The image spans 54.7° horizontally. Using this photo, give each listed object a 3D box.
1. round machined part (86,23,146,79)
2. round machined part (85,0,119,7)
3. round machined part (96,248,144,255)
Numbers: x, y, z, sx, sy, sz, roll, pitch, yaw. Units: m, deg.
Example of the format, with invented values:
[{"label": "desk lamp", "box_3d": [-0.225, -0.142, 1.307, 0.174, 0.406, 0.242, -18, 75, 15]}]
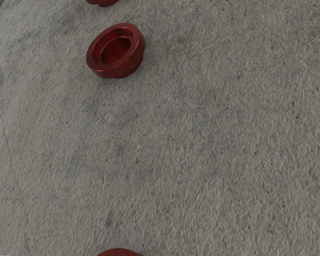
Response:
[{"label": "round machined part", "box_3d": [-0.066, -0.119, 0.501, 0.098, 0.042, 0.098, -13, 56, 21]}, {"label": "round machined part", "box_3d": [-0.109, -0.284, 0.625, 0.098, 0.042, 0.098, -13, 56, 21]}, {"label": "round machined part", "box_3d": [-0.049, 0.173, 0.313, 0.098, 0.042, 0.098, -13, 56, 21]}]
